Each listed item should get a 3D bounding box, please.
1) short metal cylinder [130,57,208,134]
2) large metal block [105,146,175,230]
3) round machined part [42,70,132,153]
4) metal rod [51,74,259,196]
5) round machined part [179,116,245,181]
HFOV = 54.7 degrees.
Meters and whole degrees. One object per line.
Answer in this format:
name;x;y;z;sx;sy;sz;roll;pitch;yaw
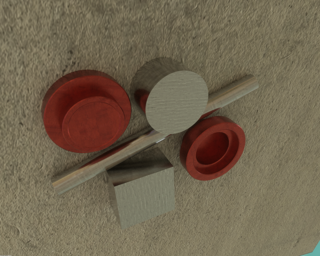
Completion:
short metal cylinder;0.010;-0.039;0.373;0.081;0.050;0.079;-14;124;-21
large metal block;-0.027;0.082;0.429;0.081;0.050;0.079;-16;125;-19
round machined part;-0.078;-0.012;0.347;0.099;0.042;0.097;-14;124;-21
metal rod;0.002;0.004;0.413;0.302;0.025;0.025;-28;128;-11
round machined part;0.072;0.025;0.452;0.099;0.042;0.097;-14;124;-21
